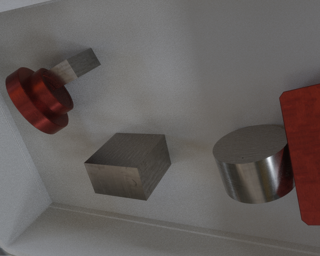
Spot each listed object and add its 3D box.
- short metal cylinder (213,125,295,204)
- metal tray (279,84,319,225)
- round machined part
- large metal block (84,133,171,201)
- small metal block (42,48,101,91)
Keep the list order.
[{"bbox_3d":[0.104,0.037,0.341,0.080,0.080,0.050,-8,114,31],"label":"short metal cylinder"},{"bbox_3d":[0.171,0.021,0.287,0.090,0.030,0.129,-12,82,34],"label":"metal tray"},{"bbox_3d":[-0.157,-0.043,0.426,0.042,0.098,0.098,-33,102,6],"label":"round machined part"},{"bbox_3d":[-0.041,0.049,0.423,0.080,0.080,0.050,1,119,27],"label":"large metal block"},{"bbox_3d":[-0.114,-0.077,0.403,0.050,0.050,0.025,-18,109,34],"label":"small metal block"}]
